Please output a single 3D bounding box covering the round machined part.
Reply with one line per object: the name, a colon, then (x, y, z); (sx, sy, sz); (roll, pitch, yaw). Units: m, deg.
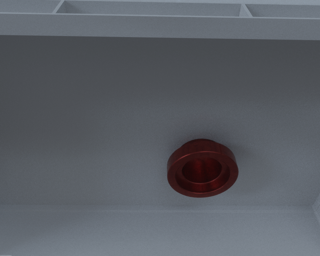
round machined part: (0.059, 0.053, 0.445); (0.099, 0.042, 0.097); (-1, 130, 0)
